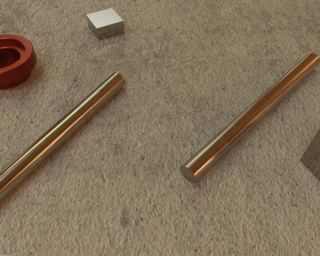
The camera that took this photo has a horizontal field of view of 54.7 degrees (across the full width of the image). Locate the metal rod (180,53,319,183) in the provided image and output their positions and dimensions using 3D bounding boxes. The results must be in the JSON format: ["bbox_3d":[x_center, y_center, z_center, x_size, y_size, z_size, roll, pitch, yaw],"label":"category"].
[{"bbox_3d":[0.139,-0.028,0.428,0.025,0.025,0.302,37,59,27],"label":"metal rod"}]

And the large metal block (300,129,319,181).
[{"bbox_3d":[0.223,0.019,0.355,0.081,0.080,0.050,-21,53,-17],"label":"large metal block"}]

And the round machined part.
[{"bbox_3d":[-0.238,-0.096,0.470,0.099,0.042,0.098,0,50,0],"label":"round machined part"}]

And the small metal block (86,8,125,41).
[{"bbox_3d":[-0.099,-0.188,0.560,0.050,0.025,0.050,-23,54,-19],"label":"small metal block"}]

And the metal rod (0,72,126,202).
[{"bbox_3d":[-0.143,0.024,0.381,0.025,0.025,0.301,26,55,20],"label":"metal rod"}]
